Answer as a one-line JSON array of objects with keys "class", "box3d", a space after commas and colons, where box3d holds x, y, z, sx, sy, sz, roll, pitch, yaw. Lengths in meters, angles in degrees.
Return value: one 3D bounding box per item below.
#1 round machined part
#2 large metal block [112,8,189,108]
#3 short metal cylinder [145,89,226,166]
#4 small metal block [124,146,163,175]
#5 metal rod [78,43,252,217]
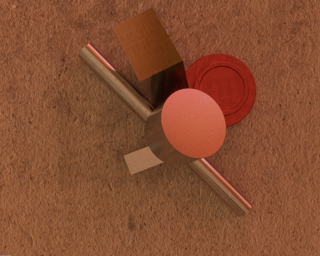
[{"class": "round machined part", "box3d": [0.077, -0.049, 0.403, 0.099, 0.042, 0.097, 0, 90, -1]}, {"class": "large metal block", "box3d": [-0.008, -0.079, 0.373, 0.050, 0.080, 0.080, -26, 68, 1]}, {"class": "short metal cylinder", "box3d": [0.029, 0.000, 0.362, 0.081, 0.050, 0.080, 7, 72, -22]}, {"class": "small metal block", "box3d": [-0.016, 0.036, 0.399, 0.050, 0.050, 0.025, -21, 90, -1]}, {"class": "metal rod", "box3d": [0.007, 0.003, 0.412, 0.025, 0.025, 0.300, -45, 91, 0]}]
